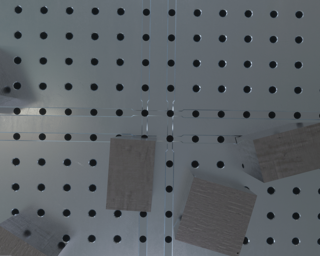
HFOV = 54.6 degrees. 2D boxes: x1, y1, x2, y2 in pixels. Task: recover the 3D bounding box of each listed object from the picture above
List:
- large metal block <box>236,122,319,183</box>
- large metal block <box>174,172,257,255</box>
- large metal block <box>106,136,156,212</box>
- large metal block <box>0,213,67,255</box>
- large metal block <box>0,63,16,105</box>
[{"bbox_3d":[0.149,0.027,0.387,0.080,0.080,0.050,-15,90,0],"label":"large metal block"},{"bbox_3d":[0.068,0.109,0.401,0.080,0.050,0.080,17,90,0],"label":"large metal block"},{"bbox_3d":[-0.033,0.052,0.386,0.050,0.080,0.080,4,90,0],"label":"large metal block"},{"bbox_3d":[-0.184,0.172,0.400,0.080,0.050,0.080,33,90,0],"label":"large metal block"},{"bbox_3d":[-0.236,-0.067,0.384,0.050,0.080,0.080,-23,90,0],"label":"large metal block"}]
